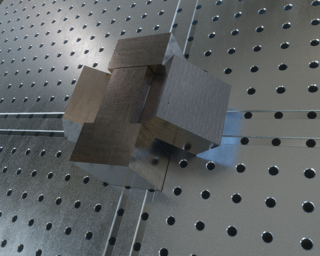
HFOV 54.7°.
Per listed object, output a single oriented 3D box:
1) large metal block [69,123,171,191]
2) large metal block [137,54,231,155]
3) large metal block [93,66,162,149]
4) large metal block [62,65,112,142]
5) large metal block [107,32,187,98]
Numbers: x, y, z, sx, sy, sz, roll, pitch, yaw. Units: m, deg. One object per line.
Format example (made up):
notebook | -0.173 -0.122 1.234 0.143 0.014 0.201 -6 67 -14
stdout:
large metal block | -0.045 0.035 0.372 0.080 0.080 0.050 1 63 28
large metal block | 0.030 -0.024 0.360 0.050 0.080 0.080 -32 38 58
large metal block | -0.030 -0.021 0.399 0.050 0.080 0.080 1 62 28
large metal block | -0.094 -0.025 0.428 0.050 0.080 0.080 18 66 -7
large metal block | -0.010 -0.079 0.424 0.080 0.080 0.050 1 63 28
